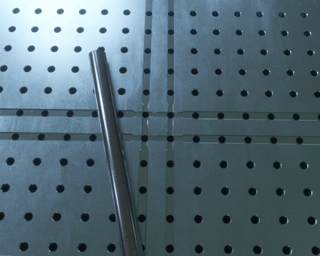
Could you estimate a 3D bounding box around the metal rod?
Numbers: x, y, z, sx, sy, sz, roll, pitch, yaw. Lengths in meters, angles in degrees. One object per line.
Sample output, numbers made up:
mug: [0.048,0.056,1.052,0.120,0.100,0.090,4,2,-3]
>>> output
metal rod: [-0.059,0.031,0.400,0.025,0.025,0.299,-12,70,-4]
